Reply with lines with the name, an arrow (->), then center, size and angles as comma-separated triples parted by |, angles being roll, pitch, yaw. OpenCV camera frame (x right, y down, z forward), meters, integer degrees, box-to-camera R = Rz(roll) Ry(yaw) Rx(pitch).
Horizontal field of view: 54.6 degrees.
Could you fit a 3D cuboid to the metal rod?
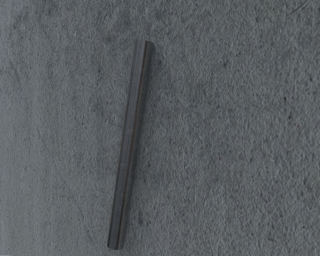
metal rod -> -0.044, 0.028, 0.442 | 0.025, 0.025, 0.298 | 15, 99, 39
